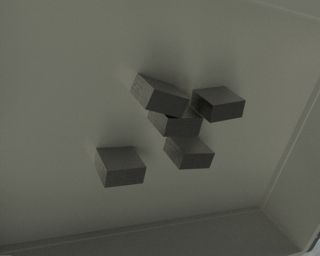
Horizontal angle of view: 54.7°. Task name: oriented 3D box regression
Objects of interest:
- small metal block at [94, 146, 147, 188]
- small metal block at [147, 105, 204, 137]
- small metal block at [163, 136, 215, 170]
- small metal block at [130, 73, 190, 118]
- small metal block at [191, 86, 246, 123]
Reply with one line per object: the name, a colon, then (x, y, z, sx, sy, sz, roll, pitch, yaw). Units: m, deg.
small metal block: (-0.052, 0.048, 0.394, 0.050, 0.050, 0.025, -2, 119, -28)
small metal block: (0.019, -0.013, 0.394, 0.050, 0.050, 0.025, -1, 119, -28)
small metal block: (0.040, 0.033, 0.434, 0.050, 0.050, 0.025, 2, 118, -29)
small metal block: (-0.001, -0.039, 0.368, 0.050, 0.050, 0.025, 12, 112, -34)
small metal block: (0.076, -0.033, 0.414, 0.050, 0.050, 0.025, -10, 123, -23)
